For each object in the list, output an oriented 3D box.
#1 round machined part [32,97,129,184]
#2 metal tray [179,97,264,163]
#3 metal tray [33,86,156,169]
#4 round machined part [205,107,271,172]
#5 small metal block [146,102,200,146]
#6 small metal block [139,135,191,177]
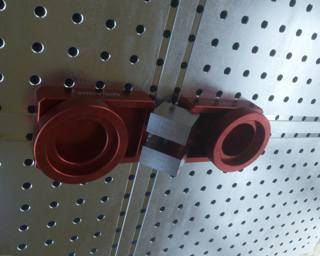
[{"bbox_3d":[-0.088,0.010,0.342,0.099,0.042,0.097,-14,124,-21],"label":"round machined part"},{"bbox_3d":[0.081,0.004,0.455,0.131,0.030,0.089,0,118,-29],"label":"metal tray"},{"bbox_3d":[-0.078,0.000,0.367,0.131,0.030,0.089,-1,121,-28],"label":"metal tray"},{"bbox_3d":[0.108,0.013,0.450,0.099,0.042,0.097,-14,124,-21],"label":"round machined part"},{"bbox_3d":[0.017,-0.007,0.382,0.050,0.050,0.025,20,115,11],"label":"small metal block"},{"bbox_3d":[0.007,0.032,0.400,0.050,0.050,0.025,20,115,11],"label":"small metal block"}]
